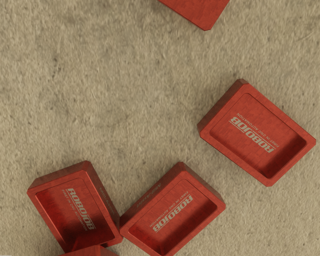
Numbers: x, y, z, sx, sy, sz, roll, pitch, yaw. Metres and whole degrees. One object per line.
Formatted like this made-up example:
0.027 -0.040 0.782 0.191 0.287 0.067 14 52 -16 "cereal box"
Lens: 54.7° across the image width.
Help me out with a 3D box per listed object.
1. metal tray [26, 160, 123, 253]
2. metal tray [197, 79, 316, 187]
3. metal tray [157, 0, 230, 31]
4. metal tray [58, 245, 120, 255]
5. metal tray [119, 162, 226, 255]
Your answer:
-0.118 0.120 0.449 0.090 0.030 0.129 -21 109 7 "metal tray"
0.127 0.008 0.411 0.130 0.030 0.090 36 106 -13 "metal tray"
0.023 -0.180 0.341 0.131 0.030 0.090 30 107 -11 "metal tray"
-0.132 0.215 0.460 0.131 0.030 0.090 -18 143 6 "metal tray"
0.017 0.122 0.444 0.090 0.030 0.130 42 99 -17 "metal tray"
